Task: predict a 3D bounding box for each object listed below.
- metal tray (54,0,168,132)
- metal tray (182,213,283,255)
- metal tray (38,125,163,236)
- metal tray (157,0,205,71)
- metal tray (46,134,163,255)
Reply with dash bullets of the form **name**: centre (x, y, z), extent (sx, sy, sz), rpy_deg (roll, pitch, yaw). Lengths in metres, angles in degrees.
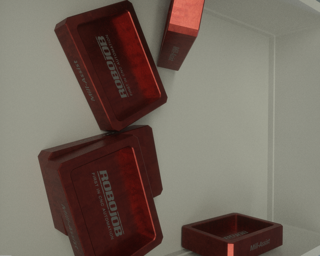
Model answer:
- **metal tray**: centre (-0.051, -0.071, 0.361), extent (0.091, 0.030, 0.129), rpy_deg (-34, 111, -35)
- **metal tray**: centre (0.108, 0.159, 0.457), extent (0.131, 0.090, 0.030), rpy_deg (2, 89, -40)
- **metal tray**: centre (-0.061, 0.053, 0.354), extent (0.131, 0.030, 0.089), rpy_deg (-17, 101, -39)
- **metal tray**: centre (0.025, -0.129, 0.363), extent (0.030, 0.130, 0.090), rpy_deg (12, 84, -4)
- **metal tray**: centre (-0.052, 0.080, 0.321), extent (0.091, 0.030, 0.129), rpy_deg (-23, 105, -38)
